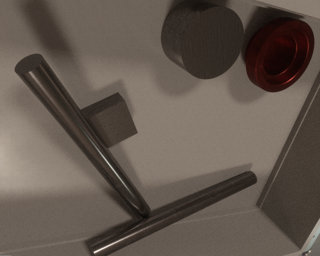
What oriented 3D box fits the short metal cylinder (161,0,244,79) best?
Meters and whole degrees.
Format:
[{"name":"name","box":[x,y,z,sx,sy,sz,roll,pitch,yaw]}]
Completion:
[{"name":"short metal cylinder","box":[0.048,-0.103,0.357,0.081,0.050,0.079,-14,125,-21]}]

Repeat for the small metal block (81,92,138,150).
[{"name":"small metal block","box":[-0.061,-0.007,0.372,0.050,0.025,0.050,-27,128,-12]}]

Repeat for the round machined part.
[{"name":"round machined part","box":[0.157,-0.102,0.423,0.099,0.042,0.097,-14,125,-21]}]

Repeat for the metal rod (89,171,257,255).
[{"name":"metal rod","box":[0.037,0.129,0.488,0.302,0.025,0.025,-17,126,-27]}]

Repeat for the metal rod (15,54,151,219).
[{"name":"metal rod","box":[-0.067,0.038,0.365,0.025,0.025,0.299,-33,139,-7]}]
